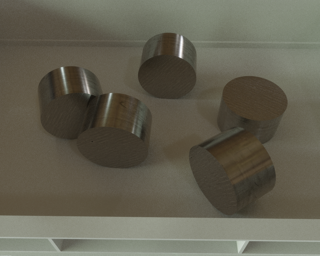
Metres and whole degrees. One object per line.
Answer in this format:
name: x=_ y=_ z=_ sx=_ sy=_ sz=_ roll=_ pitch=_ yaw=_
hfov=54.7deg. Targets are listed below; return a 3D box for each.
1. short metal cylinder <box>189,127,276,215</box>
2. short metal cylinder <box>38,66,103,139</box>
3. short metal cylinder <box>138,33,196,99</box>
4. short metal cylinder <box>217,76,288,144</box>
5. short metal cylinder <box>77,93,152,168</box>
short metal cylinder: x=0.075 y=0.045 z=0.332 sx=0.050 sy=0.080 sz=0.080 roll=-25 pitch=54 yaw=-19
short metal cylinder: x=-0.111 y=-0.031 z=0.395 sx=0.081 sy=0.080 sz=0.050 roll=-14 pitch=51 yaw=-12
short metal cylinder: x=0.012 y=-0.087 z=0.443 sx=0.080 sy=0.080 sz=0.050 roll=4 pitch=50 yaw=3
short metal cylinder: x=0.119 y=-0.023 z=0.409 sx=0.080 sy=0.050 sz=0.080 roll=0 pitch=50 yaw=0
short metal cylinder: x=-0.052 y=0.005 z=0.365 sx=0.080 sy=0.080 sz=0.050 roll=3 pitch=50 yaw=3
